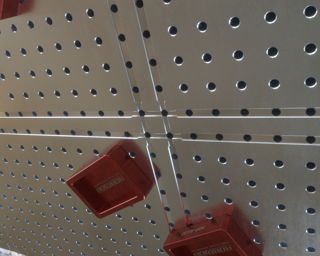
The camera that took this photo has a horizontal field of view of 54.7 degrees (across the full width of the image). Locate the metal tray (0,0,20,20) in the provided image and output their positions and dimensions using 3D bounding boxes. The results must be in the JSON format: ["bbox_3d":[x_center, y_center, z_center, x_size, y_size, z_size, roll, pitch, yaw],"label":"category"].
[{"bbox_3d":[-0.215,-0.215,0.386,0.090,0.030,0.129,37,129,3],"label":"metal tray"}]

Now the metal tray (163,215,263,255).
[{"bbox_3d":[0.079,0.193,0.484,0.130,0.030,0.090,-33,101,38],"label":"metal tray"}]

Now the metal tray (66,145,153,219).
[{"bbox_3d":[-0.085,0.092,0.507,0.130,0.030,0.090,-33,101,38],"label":"metal tray"}]
